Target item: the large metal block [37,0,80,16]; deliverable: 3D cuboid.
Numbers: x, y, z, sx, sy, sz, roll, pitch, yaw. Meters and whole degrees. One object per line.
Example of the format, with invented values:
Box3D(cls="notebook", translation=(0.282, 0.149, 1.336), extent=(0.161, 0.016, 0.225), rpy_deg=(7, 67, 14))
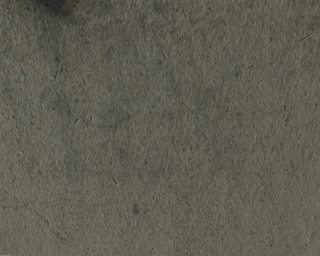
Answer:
Box3D(cls="large metal block", translation=(-0.115, -0.179, 0.329), extent=(0.080, 0.050, 0.080), rpy_deg=(37, 106, -13))
